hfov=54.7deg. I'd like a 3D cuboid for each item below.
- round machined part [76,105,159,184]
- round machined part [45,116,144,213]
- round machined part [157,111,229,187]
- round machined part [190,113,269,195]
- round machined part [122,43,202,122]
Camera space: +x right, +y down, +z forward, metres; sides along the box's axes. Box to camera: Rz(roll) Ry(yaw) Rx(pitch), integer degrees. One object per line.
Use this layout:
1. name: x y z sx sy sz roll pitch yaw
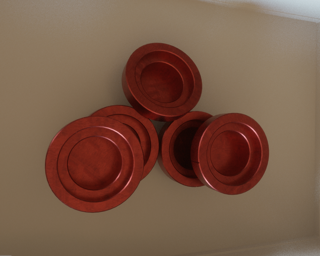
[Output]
1. round machined part: -0.054 0.022 0.380 0.099 0.042 0.097 0 90 -20
2. round machined part: -0.070 0.036 0.330 0.099 0.042 0.097 0 90 -20
3. round machined part: 0.040 0.027 0.415 0.099 0.042 0.097 0 90 -20
4. round machined part: 0.082 0.031 0.386 0.099 0.042 0.097 0 90 -20
5. round machined part: 0.000 -0.053 0.389 0.099 0.042 0.098 7 70 -19
